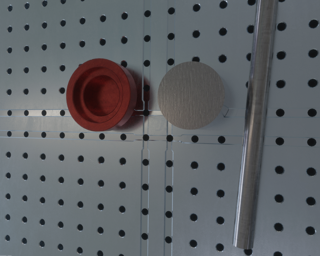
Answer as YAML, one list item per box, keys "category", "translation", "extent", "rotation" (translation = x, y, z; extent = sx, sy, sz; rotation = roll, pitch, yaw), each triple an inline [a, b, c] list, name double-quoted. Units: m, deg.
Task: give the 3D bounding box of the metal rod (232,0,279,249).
- category: "metal rod"
  translation: [0.114, -0.006, 0.372]
  extent: [0.025, 0.025, 0.298]
  rotation: [6, 92, 20]

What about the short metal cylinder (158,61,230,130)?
- category: "short metal cylinder"
  translation: [0.043, -0.038, 0.384]
  extent: [0.080, 0.050, 0.079]
  rotation: [0, 90, 20]

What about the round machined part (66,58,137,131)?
- category: "round machined part"
  translation: [-0.076, -0.044, 0.430]
  extent: [0.098, 0.042, 0.097]
  rotation: [0, 90, 20]
